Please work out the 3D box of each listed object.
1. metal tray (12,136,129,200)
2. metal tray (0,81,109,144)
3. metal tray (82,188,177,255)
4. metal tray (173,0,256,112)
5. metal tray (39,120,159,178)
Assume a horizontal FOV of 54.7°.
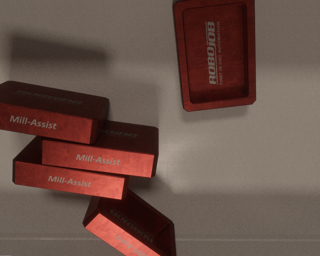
[{"bbox_3d":[-0.102,0.045,0.391,0.131,0.090,0.030,9,110,-4],"label":"metal tray"},{"bbox_3d":[-0.133,-0.022,0.366,0.131,0.090,0.030,10,110,-4],"label":"metal tray"},{"bbox_3d":[-0.036,0.132,0.424,0.130,0.090,0.030,40,105,-14],"label":"metal tray"},{"bbox_3d":[0.067,-0.090,0.376,0.091,0.030,0.129,-7,110,2],"label":"metal tray"},{"bbox_3d":[-0.068,0.019,0.382,0.131,0.090,0.030,8,110,-4],"label":"metal tray"}]
